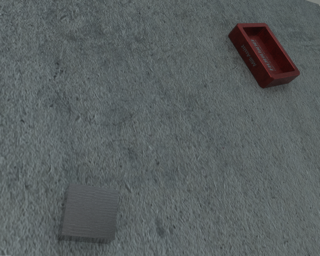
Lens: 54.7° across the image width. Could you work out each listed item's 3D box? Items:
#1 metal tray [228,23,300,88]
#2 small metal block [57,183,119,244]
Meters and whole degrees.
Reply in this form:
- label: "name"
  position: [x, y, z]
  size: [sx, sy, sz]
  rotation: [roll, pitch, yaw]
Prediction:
- label: "metal tray"
  position: [0.199, -0.142, 0.594]
  size: [0.091, 0.030, 0.130]
  rotation: [-14, 69, -34]
- label: "small metal block"
  position: [-0.072, 0.087, 0.312]
  size: [0.050, 0.025, 0.050]
  rotation: [13, 56, -21]
